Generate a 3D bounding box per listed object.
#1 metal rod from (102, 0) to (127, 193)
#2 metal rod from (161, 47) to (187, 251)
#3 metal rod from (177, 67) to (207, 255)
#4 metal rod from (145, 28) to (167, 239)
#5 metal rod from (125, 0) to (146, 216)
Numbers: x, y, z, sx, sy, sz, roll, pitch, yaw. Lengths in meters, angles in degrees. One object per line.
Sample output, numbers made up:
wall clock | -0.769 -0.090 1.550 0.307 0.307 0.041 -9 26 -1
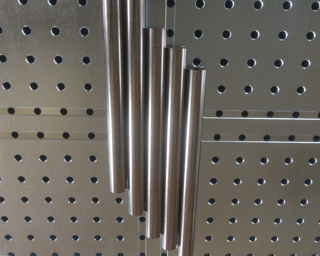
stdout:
metal rod | -0.057 -0.053 0.393 0.025 0.025 0.298 1 110 -1
metal rod | 0.018 0.042 0.428 0.025 0.025 0.298 1 110 -1
metal rod | 0.043 0.066 0.437 0.025 0.025 0.298 1 110 -1
metal rod | -0.007 0.021 0.420 0.025 0.025 0.298 1 110 -1
metal rod | -0.031 -0.017 0.406 0.025 0.025 0.298 1 110 -1
